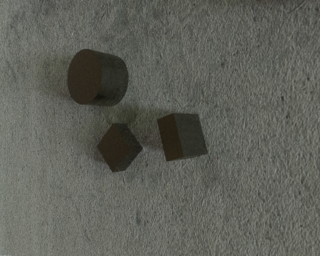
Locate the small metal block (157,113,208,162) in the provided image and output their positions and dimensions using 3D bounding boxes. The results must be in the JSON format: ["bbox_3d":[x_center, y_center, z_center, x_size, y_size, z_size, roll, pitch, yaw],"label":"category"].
[{"bbox_3d":[0.027,0.011,0.365,0.025,0.050,0.050,-21,77,38],"label":"small metal block"}]

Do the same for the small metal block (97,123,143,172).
[{"bbox_3d":[-0.060,0.028,0.452,0.050,0.025,0.050,-52,60,27],"label":"small metal block"}]

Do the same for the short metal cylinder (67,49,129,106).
[{"bbox_3d":[-0.093,-0.073,0.463,0.080,0.050,0.079,0,90,39],"label":"short metal cylinder"}]
